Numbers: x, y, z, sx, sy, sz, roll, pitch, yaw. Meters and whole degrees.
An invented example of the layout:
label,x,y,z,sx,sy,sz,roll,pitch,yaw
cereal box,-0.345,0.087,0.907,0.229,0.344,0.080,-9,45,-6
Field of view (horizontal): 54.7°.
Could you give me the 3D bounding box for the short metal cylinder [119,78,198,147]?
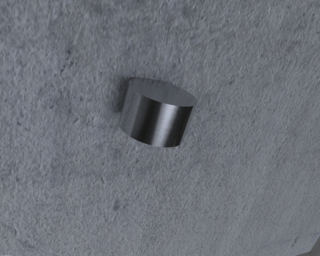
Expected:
label,x,y,z,sx,sy,sz,roll,pitch,yaw
short metal cylinder,-0.003,-0.020,0.359,0.081,0.080,0.050,3,117,-30
